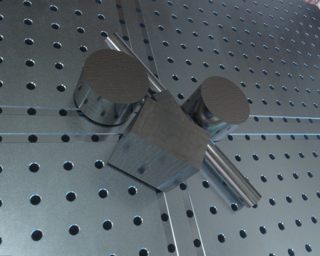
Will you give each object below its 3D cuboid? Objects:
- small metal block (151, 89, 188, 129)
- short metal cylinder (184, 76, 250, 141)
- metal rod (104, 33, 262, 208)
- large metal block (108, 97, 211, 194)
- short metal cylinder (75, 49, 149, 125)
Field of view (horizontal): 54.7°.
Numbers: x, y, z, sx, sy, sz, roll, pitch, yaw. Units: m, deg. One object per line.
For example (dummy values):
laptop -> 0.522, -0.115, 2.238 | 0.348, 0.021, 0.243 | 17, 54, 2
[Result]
small metal block -> 0.003, -0.013, 0.396 | 0.025, 0.050, 0.050 | -23, 75, -36
short metal cylinder -> 0.081, -0.028, 0.448 | 0.081, 0.050, 0.080 | 14, 56, -21
metal rod -> 0.027, -0.015, 0.427 | 0.300, 0.025, 0.025 | 49, 51, 6
large metal block -> -0.002, 0.023, 0.352 | 0.080, 0.080, 0.050 | 30, 53, -9
short metal cylinder -> -0.060, -0.051, 0.386 | 0.081, 0.050, 0.080 | 14, 56, -21
